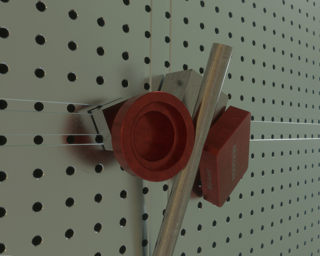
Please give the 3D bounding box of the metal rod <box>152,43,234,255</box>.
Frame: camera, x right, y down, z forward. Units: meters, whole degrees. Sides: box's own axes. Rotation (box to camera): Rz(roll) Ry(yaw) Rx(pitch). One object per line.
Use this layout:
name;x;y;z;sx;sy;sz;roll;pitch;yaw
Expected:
metal rod;0.035;0.047;0.383;0.025;0.025;0.298;8;101;-40

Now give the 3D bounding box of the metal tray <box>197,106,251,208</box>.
metal tray;0.095;0.044;0.449;0.090;0.030;0.129;-46;142;-30

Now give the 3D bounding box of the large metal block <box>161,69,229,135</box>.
large metal block;0.041;-0.023;0.424;0.080;0.050;0.080;29;72;-37

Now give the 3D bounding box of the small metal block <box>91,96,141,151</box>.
small metal block;-0.046;-0.006;0.367;0.050;0.025;0.050;-28;108;-37

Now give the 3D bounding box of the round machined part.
round machined part;-0.011;0.009;0.349;0.099;0.042;0.097;-1;91;-37
